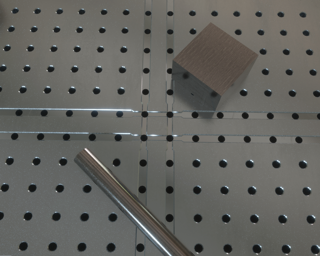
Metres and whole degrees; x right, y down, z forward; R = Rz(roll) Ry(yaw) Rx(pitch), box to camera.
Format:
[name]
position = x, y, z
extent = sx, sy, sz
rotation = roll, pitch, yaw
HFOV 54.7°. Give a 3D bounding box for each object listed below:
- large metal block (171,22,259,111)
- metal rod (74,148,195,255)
[large metal block]
position = 0.073, -0.084, 0.430
extent = 0.080, 0.050, 0.080
rotation = 40, 75, 13
[metal rod]
position = 0.007, 0.133, 0.362
extent = 0.300, 0.025, 0.025
rotation = 43, 75, 14
